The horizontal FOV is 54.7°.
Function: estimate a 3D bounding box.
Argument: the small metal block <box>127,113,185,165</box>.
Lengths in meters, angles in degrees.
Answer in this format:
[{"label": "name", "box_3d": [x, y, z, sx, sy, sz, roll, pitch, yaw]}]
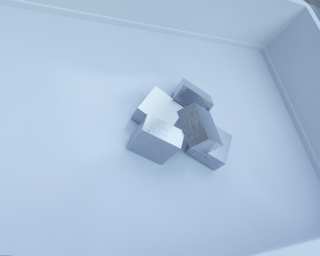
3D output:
[{"label": "small metal block", "box_3d": [-0.006, 0.015, 0.376, 0.050, 0.050, 0.025, 26, 53, -13]}]

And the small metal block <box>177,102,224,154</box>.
[{"label": "small metal block", "box_3d": [0.051, 0.001, 0.385, 0.050, 0.025, 0.050, 22, 45, -57]}]

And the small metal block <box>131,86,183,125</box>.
[{"label": "small metal block", "box_3d": [-0.002, -0.020, 0.415, 0.050, 0.025, 0.050, 37, 51, -4]}]

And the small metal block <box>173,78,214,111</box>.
[{"label": "small metal block", "box_3d": [0.047, -0.043, 0.443, 0.050, 0.025, 0.050, 32, 19, -8]}]

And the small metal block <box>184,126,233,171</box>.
[{"label": "small metal block", "box_3d": [0.068, 0.022, 0.428, 0.050, 0.025, 0.050, 31, 52, -9]}]
